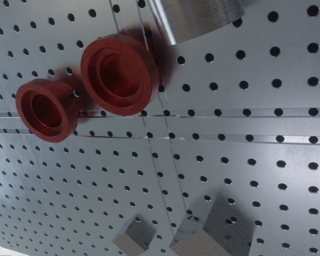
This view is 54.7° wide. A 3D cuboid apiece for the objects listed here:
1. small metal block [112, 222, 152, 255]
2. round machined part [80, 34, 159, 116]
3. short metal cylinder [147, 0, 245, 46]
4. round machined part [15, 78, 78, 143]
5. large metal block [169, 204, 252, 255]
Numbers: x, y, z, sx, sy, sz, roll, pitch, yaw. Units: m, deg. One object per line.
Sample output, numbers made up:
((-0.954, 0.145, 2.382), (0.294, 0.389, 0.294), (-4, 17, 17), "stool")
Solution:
((-0.052, 0.207, 0.567), (0.050, 0.025, 0.050), (44, 129, -2), "small metal block")
((-0.045, -0.067, 0.382), (0.098, 0.042, 0.097), (13, 124, 21), "round machined part")
((0.032, -0.116, 0.287), (0.080, 0.080, 0.050), (-10, 114, 32), "short metal cylinder")
((-0.164, -0.030, 0.469), (0.098, 0.042, 0.097), (13, 124, 21), "round machined part")
((0.075, 0.173, 0.463), (0.080, 0.050, 0.080), (43, 129, -2), "large metal block")
